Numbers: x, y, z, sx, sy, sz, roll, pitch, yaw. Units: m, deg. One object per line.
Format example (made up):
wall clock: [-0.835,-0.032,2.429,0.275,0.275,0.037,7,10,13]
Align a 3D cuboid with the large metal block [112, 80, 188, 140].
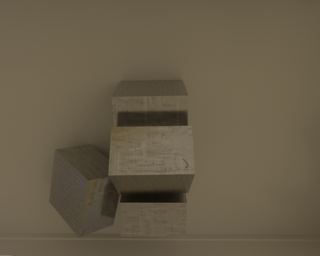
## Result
large metal block: [-0.010,-0.024,0.370,0.081,0.080,0.050,-1,110,0]

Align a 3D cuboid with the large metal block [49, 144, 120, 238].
large metal block: [-0.097,0.077,0.399,0.050,0.080,0.079,-7,119,-44]

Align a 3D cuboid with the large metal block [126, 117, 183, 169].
large metal block: [-0.010,0.031,0.409,0.081,0.050,0.079,-1,110,0]

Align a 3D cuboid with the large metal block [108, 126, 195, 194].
large metal block: [-0.008,0.037,0.334,0.081,0.080,0.050,-1,65,0]

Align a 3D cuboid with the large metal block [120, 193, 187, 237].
large metal block: [-0.008,0.099,0.416,0.081,0.080,0.050,0,110,-1]
